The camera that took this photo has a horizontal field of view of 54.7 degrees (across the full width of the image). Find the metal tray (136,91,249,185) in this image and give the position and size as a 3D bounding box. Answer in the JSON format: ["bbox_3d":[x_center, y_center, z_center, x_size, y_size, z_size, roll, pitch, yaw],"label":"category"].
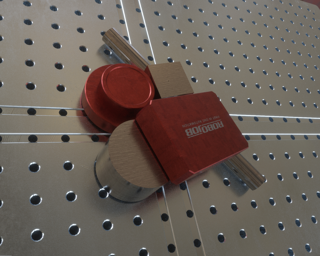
[{"bbox_3d":[0.044,0.005,0.371,0.131,0.030,0.090,-14,69,-47],"label":"metal tray"}]

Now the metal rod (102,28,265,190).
[{"bbox_3d":[0.031,-0.029,0.438,0.300,0.025,0.025,45,51,3],"label":"metal rod"}]

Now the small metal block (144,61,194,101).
[{"bbox_3d":[0.010,-0.059,0.415,0.050,0.025,0.050,-13,71,-28],"label":"small metal block"}]

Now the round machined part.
[{"bbox_3d":[-0.046,-0.043,0.393,0.099,0.042,0.098,13,57,-20],"label":"round machined part"}]

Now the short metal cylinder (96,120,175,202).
[{"bbox_3d":[-0.026,0.037,0.350,0.081,0.050,0.080,14,56,-21],"label":"short metal cylinder"}]
